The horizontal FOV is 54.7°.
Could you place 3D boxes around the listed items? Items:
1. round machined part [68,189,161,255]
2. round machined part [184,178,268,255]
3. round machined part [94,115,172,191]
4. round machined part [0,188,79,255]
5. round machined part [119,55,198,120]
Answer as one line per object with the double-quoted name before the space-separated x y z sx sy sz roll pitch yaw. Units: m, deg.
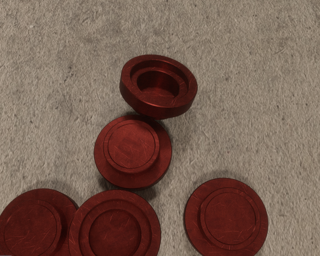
"round machined part" -0.051 0.121 0.348 0.099 0.042 0.098 4 70 -10
"round machined part" 0.078 0.106 0.361 0.099 0.042 0.098 0 70 -1
"round machined part" -0.034 0.028 0.389 0.099 0.042 0.098 0 70 -1
"round machined part" -0.140 0.118 0.354 0.099 0.042 0.098 0 70 0
"round machined part" -0.004 -0.049 0.405 0.099 0.042 0.098 8 49 -10
